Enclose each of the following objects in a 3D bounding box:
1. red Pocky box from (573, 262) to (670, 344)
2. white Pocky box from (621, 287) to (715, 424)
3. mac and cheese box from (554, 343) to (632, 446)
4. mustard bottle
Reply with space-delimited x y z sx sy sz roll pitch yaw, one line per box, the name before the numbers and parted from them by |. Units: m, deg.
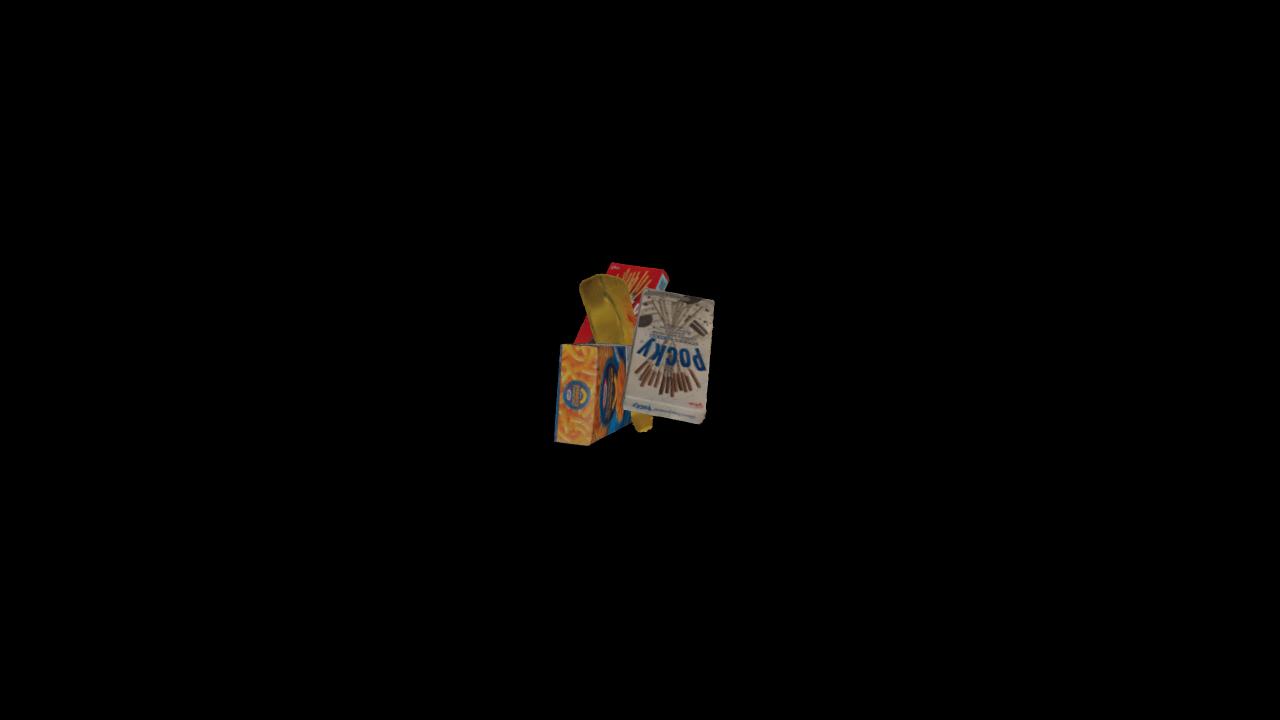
red Pocky box | -0.029 -0.048 0.763 0.083 0.155 0.028 12 -20 32
white Pocky box | 0.032 -0.009 0.648 0.084 0.154 0.028 11 -39 -2
mac and cheese box | -0.037 0.029 0.639 0.041 0.093 0.184 6 4 13
mustard bottle | -0.019 -0.004 0.718 0.054 0.184 0.092 -19 -15 9
